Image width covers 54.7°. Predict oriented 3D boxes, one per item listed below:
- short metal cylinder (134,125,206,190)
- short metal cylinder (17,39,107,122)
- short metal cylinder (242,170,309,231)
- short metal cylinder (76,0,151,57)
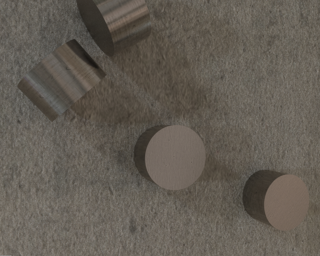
[{"bbox_3d":[0.012,0.036,0.401,0.081,0.050,0.079,0,90,-21],"label":"short metal cylinder"},{"bbox_3d":[-0.106,-0.052,0.341,0.080,0.080,0.050,-45,104,-15],"label":"short metal cylinder"},{"bbox_3d":[0.172,0.105,0.461,0.081,0.050,0.079,0,90,-21],"label":"short metal cylinder"},{"bbox_3d":[-0.054,-0.131,0.360,0.050,0.080,0.080,-33,101,-17],"label":"short metal cylinder"}]
